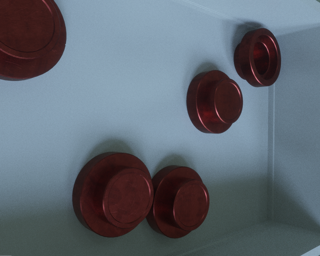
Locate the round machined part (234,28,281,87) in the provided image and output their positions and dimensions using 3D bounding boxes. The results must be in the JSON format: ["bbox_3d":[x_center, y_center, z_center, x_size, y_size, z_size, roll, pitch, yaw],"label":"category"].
[{"bbox_3d":[0.166,-0.119,0.537,0.099,0.042,0.097,0,90,-40],"label":"round machined part"}]

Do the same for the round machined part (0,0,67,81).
[{"bbox_3d":[-0.133,-0.094,0.285,0.099,0.042,0.097,0,90,-40],"label":"round machined part"}]

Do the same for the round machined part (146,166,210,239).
[{"bbox_3d":[0.030,0.102,0.423,0.099,0.042,0.097,0,90,-40],"label":"round machined part"}]

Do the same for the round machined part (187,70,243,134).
[{"bbox_3d":[0.090,-0.040,0.474,0.099,0.042,0.097,0,90,-40],"label":"round machined part"}]

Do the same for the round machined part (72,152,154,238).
[{"bbox_3d":[-0.046,0.078,0.359,0.099,0.042,0.097,0,90,-40],"label":"round machined part"}]
